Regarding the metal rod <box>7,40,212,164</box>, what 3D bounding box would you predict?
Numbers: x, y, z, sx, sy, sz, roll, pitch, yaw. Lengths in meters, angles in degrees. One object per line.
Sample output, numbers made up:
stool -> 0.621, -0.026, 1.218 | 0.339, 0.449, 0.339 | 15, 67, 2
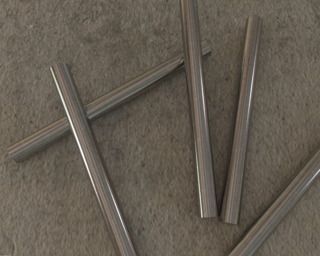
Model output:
metal rod -> -0.059, -0.041, 0.422 | 0.301, 0.025, 0.025 | -31, 73, -11

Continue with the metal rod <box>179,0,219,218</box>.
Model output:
metal rod -> 0.049, -0.039, 0.404 | 0.025, 0.025, 0.299 | -3, 77, -2

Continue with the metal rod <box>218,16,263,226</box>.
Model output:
metal rod -> 0.112, -0.024, 0.418 | 0.025, 0.025, 0.299 | 11, 70, 4

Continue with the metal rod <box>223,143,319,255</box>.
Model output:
metal rod -> 0.186, 0.057, 0.389 | 0.301, 0.025, 0.025 | -43, 76, -14

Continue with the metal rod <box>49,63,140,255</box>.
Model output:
metal rod -> -0.073, 0.057, 0.368 | 0.025, 0.025, 0.299 | -21, 78, -8
